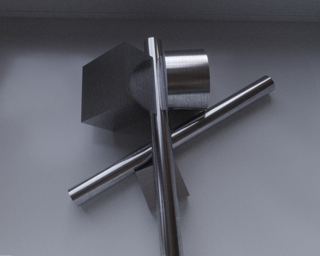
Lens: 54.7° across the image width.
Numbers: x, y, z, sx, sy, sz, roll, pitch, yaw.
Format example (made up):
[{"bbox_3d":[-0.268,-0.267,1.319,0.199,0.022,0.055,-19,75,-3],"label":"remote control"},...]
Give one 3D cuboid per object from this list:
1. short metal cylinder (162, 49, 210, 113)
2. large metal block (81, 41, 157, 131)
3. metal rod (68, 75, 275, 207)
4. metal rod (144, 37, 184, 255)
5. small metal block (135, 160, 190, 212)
[{"bbox_3d":[0.031,-0.060,0.401,0.050,0.080,0.080,-4,70,-3],"label":"short metal cylinder"},{"bbox_3d":[-0.053,-0.049,0.392,0.080,0.050,0.080,-19,65,36],"label":"large metal block"},{"bbox_3d":[0.023,0.011,0.403,0.302,0.025,0.025,-30,73,-11],"label":"metal rod"},{"bbox_3d":[0.002,0.022,0.373,0.025,0.025,0.299,-4,69,-2],"label":"metal rod"},{"bbox_3d":[0.003,0.071,0.382,0.050,0.025,0.050,-20,71,-8],"label":"small metal block"}]
